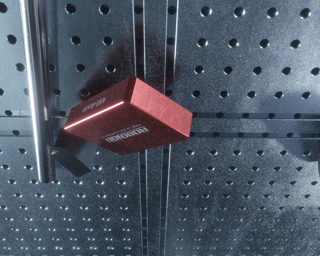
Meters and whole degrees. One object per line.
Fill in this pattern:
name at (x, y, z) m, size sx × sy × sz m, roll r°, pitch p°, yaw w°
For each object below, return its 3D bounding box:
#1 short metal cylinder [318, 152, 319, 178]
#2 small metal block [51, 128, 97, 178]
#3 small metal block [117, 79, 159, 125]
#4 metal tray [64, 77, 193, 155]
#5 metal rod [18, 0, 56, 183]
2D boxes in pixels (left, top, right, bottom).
short metal cylinder at (0.265, 0.064, 0.435) m, size 0.050 × 0.080 × 0.080 m, roll -8°, pitch 130°, yaw 6°
small metal block at (-0.114, 0.030, 0.419) m, size 0.025 × 0.050 × 0.050 m, roll -25°, pitch 126°, yaw 19°
small metal block at (-0.030, -0.027, 0.372) m, size 0.050 × 0.050 × 0.025 m, roll 19°, pitch 128°, yaw -16°
metal tray at (-0.039, -0.006, 0.360) m, size 0.090 × 0.030 × 0.130 m, roll 29°, pitch 149°, yaw -34°
metal rod at (-0.146, -0.037, 0.377) m, size 0.025 × 0.025 × 0.298 m, roll 8°, pitch 130°, yaw -7°
